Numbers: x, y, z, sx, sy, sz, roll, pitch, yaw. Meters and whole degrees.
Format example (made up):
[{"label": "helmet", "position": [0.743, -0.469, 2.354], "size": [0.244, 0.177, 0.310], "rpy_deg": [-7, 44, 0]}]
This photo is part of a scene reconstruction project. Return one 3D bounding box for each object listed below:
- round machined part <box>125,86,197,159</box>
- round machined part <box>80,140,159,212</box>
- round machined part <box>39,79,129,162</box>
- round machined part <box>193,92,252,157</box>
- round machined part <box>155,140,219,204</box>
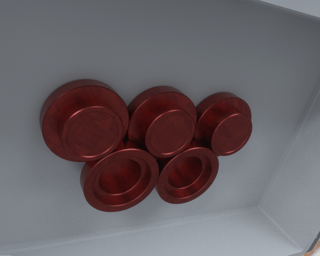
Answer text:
[{"label": "round machined part", "position": [0.005, -0.001, 0.397], "size": [0.099, 0.042, 0.097], "rpy_deg": [-13, 123, -21]}, {"label": "round machined part", "position": [-0.054, 0.057, 0.401], "size": [0.099, 0.042, 0.097], "rpy_deg": [-14, 124, -21]}, {"label": "round machined part", "position": [-0.081, -0.002, 0.349], "size": [0.099, 0.042, 0.097], "rpy_deg": [-14, 124, -22]}, {"label": "round machined part", "position": [0.092, 0.001, 0.445], "size": [0.099, 0.042, 0.097], "rpy_deg": [-13, 123, -21]}, {"label": "round machined part", "position": [0.032, 0.059, 0.449], "size": [0.099, 0.042, 0.097], "rpy_deg": [-14, 124, -21]}]
